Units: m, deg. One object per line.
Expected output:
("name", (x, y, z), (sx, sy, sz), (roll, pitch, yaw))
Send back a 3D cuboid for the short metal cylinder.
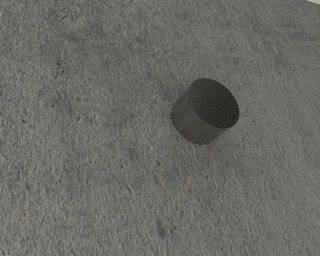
("short metal cylinder", (0.063, -0.023, 0.435), (0.081, 0.050, 0.080), (13, 56, -21))
